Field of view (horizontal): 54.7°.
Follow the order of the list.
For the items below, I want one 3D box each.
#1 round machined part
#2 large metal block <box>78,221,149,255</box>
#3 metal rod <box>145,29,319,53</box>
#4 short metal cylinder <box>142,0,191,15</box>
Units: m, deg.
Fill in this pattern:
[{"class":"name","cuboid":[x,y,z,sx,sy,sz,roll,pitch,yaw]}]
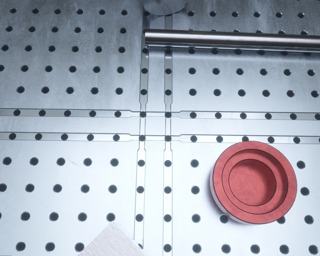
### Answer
[{"class":"round machined part","cuboid":[0.110,0.068,0.379,0.099,0.042,0.098,0,70,-1]},{"class":"large metal block","cuboid":[-0.051,0.162,0.339,0.080,0.050,0.080,43,75,13]},{"class":"metal rod","cuboid":[0.130,-0.129,0.460,0.302,0.025,0.025,2,70,0]},{"class":"short metal cylinder","cuboid":[0.007,-0.216,0.462,0.081,0.080,0.050,-14,71,-5]}]
